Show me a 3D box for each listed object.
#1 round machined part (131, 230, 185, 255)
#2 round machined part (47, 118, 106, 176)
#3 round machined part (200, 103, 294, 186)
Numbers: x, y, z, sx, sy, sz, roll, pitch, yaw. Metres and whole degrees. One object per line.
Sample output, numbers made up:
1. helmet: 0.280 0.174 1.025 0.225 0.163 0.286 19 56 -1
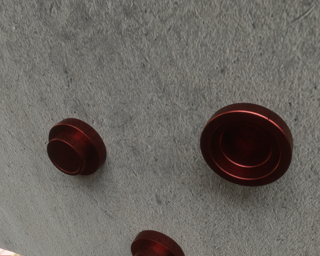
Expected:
1. round machined part: -0.009 0.231 0.543 0.098 0.042 0.097 13 124 21
2. round machined part: -0.138 0.036 0.491 0.098 0.042 0.097 13 124 21
3. round machined part: 0.099 0.015 0.353 0.098 0.042 0.097 13 124 21
